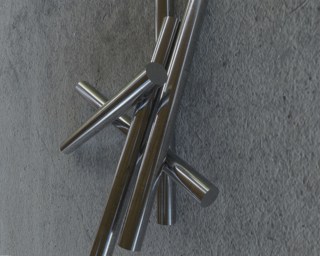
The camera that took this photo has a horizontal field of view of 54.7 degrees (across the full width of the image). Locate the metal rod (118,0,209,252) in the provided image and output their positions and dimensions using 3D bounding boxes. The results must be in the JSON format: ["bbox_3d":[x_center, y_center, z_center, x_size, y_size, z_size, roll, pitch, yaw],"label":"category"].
[{"bbox_3d":[0.008,-0.018,0.345,0.025,0.025,0.299,8,79,39],"label":"metal rod"}]

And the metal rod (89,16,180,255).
[{"bbox_3d":[-0.027,0.013,0.362,0.025,0.025,0.299,13,83,39],"label":"metal rod"}]

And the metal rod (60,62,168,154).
[{"bbox_3d":[-0.083,-0.010,0.422,0.299,0.025,0.025,-29,72,53],"label":"metal rod"}]

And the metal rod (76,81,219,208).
[{"bbox_3d":[-0.038,0.002,0.411,0.300,0.025,0.025,37,113,42],"label":"metal rod"}]

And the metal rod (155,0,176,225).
[{"bbox_3d":[0.007,-0.028,0.399,0.025,0.025,0.298,-1,89,40],"label":"metal rod"}]
